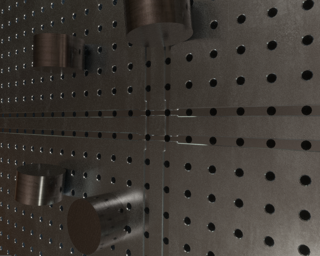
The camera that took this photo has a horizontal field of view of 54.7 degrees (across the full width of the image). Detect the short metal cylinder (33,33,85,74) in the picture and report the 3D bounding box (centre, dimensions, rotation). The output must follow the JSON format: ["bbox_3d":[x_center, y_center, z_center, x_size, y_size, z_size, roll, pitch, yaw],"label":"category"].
[{"bbox_3d":[-0.164,-0.119,0.506,0.080,0.081,0.050,3,92,39],"label":"short metal cylinder"}]

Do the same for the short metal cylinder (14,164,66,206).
[{"bbox_3d":[-0.209,0.097,0.543,0.080,0.081,0.050,13,98,39],"label":"short metal cylinder"}]

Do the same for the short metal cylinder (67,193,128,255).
[{"bbox_3d":[-0.096,0.143,0.469,0.080,0.050,0.079,0,90,39],"label":"short metal cylinder"}]

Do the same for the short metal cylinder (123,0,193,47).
[{"bbox_3d":[-0.002,-0.135,0.374,0.080,0.081,0.050,-8,85,39],"label":"short metal cylinder"}]
